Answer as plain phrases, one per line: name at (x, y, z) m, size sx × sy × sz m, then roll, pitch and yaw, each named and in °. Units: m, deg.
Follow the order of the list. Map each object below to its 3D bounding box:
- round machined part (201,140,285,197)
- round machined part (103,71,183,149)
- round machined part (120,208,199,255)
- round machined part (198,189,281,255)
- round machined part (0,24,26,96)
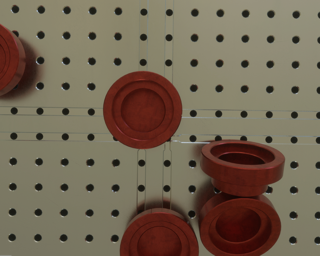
round machined part at (0.099, 0.050, 0.381) m, size 0.099 × 0.098 × 0.042 m, roll 1°, pitch 106°, yaw -1°
round machined part at (-0.021, -0.022, 0.405) m, size 0.099 × 0.042 × 0.097 m, roll 0°, pitch 90°, yaw -1°
round machined part at (-0.001, 0.153, 0.405) m, size 0.099 × 0.042 × 0.097 m, roll 0°, pitch 90°, yaw -1°
round machined part at (0.098, 0.117, 0.395) m, size 0.099 × 0.042 × 0.097 m, roll 0°, pitch 113°, yaw 0°
round machined part at (-0.223, -0.088, 0.402) m, size 0.099 × 0.042 × 0.097 m, roll 0°, pitch 90°, yaw -1°
